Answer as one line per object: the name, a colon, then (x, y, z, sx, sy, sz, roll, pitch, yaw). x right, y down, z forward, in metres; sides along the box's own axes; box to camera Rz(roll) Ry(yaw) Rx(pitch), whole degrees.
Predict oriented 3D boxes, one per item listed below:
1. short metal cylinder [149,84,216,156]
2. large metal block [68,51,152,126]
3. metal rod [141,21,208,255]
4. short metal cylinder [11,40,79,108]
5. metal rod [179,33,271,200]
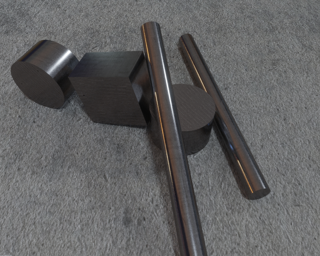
short metal cylinder: (0.027, -0.011, 0.396, 0.081, 0.050, 0.080, 0, 50, 0)
large metal block: (-0.056, -0.050, 0.398, 0.080, 0.080, 0.050, 3, 49, 21)
metal rod: (0.012, 0.011, 0.336, 0.025, 0.025, 0.299, -8, 68, -6)
short metal cylinder: (-0.154, -0.073, 0.428, 0.080, 0.080, 0.050, 17, 52, 14)
metal rod: (0.077, -0.039, 0.436, 0.025, 0.025, 0.300, -10, 51, -8)
